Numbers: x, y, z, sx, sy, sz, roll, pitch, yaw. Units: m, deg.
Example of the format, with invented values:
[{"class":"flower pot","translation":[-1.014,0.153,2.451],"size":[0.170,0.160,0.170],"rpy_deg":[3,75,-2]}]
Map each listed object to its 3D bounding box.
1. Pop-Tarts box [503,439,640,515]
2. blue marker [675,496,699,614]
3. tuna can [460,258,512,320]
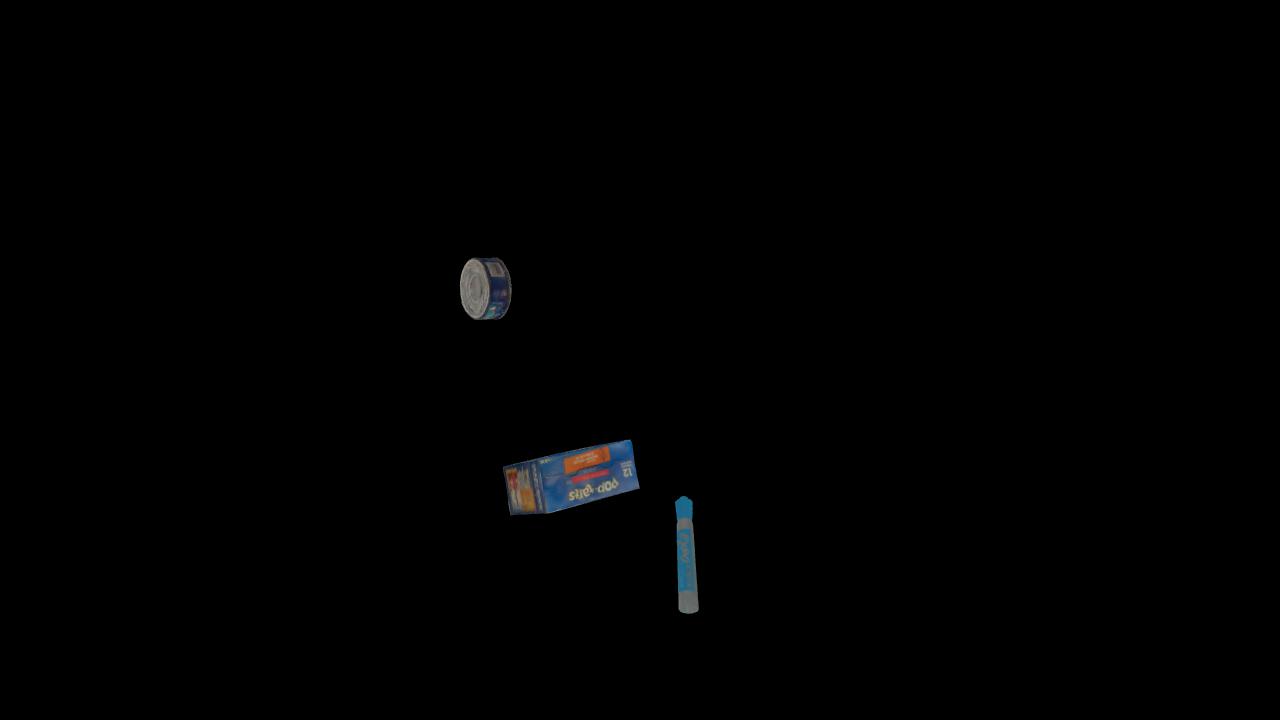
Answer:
[{"class":"Pop-Tarts box","translation":[-0.111,0.187,0.981],"size":[0.167,0.083,0.141],"rpy_deg":[-8,-8,-35]},{"class":"blue marker","translation":[0.046,0.190,0.615],"size":[0.020,0.020,0.121],"rpy_deg":[0,44,1]},{"class":"tuna can","translation":[-0.209,-0.096,0.827],"size":[0.034,0.084,0.084],"rpy_deg":[-7,5,-43]}]
